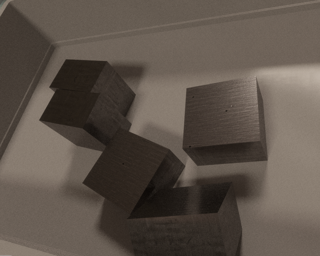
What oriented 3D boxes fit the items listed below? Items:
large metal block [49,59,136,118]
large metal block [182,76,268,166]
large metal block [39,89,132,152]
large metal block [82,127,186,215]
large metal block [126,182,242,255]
[{"bbox_3d":[-0.096,-0.054,0.452,0.080,0.080,0.050,10,67,32],"label":"large metal block"},{"bbox_3d":[0.075,-0.006,0.353,0.080,0.050,0.080,-8,58,24],"label":"large metal block"},{"bbox_3d":[-0.100,-0.008,0.426,0.080,0.080,0.050,9,67,31],"label":"large metal block"},{"bbox_3d":[-0.030,0.056,0.370,0.080,0.050,0.080,22,73,35],"label":"large metal block"},{"bbox_3d":[0.027,0.091,0.291,0.080,0.080,0.050,-11,94,22],"label":"large metal block"}]
